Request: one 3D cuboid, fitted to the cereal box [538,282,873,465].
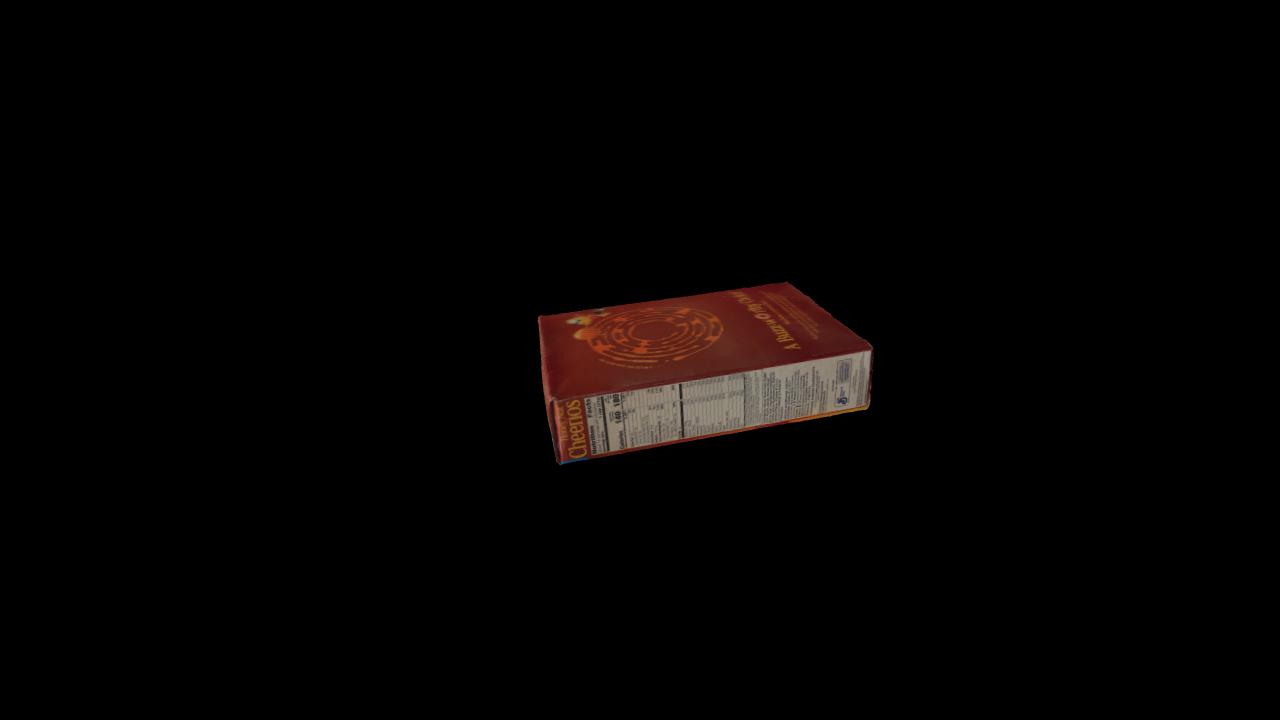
[{"bbox_3d":[0.051,0.000,0.642,0.306,0.081,0.203,-10,26,-9],"label":"cereal box"}]
